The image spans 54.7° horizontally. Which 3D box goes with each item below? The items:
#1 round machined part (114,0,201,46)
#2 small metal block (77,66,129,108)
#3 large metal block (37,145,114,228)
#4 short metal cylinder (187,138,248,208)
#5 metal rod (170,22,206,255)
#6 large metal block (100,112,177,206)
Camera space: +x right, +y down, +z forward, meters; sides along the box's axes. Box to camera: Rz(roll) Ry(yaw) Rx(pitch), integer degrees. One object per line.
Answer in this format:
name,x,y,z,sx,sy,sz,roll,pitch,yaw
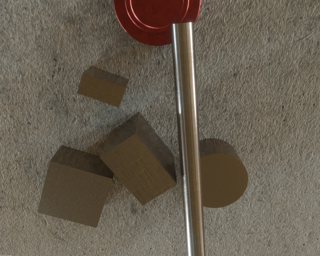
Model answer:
round machined part,-0.003,-0.142,0.348,0.099,0.042,0.097,0,110,-1
small metal block,-0.067,-0.051,0.377,0.050,0.050,0.025,19,109,-7
large metal block,-0.111,0.079,0.424,0.080,0.050,0.079,17,109,-7
short metal cylinder,0.073,0.060,0.420,0.081,0.050,0.079,0,110,-1
metal rod,0.036,0.032,0.370,0.025,0.025,0.298,-5,107,1
large metal block,-0.024,0.036,0.393,0.050,0.080,0.080,-34,107,11
